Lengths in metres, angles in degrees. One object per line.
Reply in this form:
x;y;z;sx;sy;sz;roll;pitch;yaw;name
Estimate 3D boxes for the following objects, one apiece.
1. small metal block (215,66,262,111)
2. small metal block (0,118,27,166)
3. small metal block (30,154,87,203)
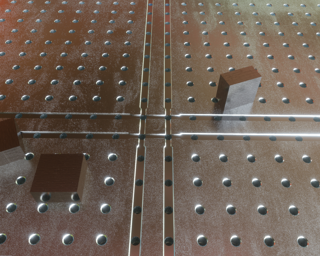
0.110;-0.056;0.440;0.050;0.050;0.025;-17;53;-14;small metal block
-0.202;0.020;0.388;0.050;0.025;0.050;-19;53;-16;small metal block
-0.115;0.057;0.358;0.050;0.025;0.050;0;50;-1;small metal block
